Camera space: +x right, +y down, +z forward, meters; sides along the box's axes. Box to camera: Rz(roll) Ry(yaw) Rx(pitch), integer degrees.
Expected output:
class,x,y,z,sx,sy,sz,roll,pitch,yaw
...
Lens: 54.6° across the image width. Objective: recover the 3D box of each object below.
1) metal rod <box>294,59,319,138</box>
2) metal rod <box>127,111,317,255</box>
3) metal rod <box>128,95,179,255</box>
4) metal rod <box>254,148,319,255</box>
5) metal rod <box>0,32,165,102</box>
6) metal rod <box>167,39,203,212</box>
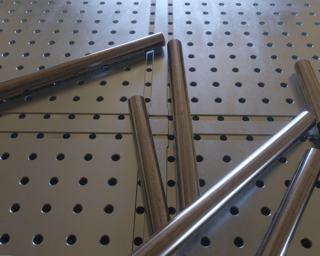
class,x,y,z,sx,sy,sz,roll,pitch,yaw
metal rod,0.220,0.016,0.395,0.025,0.025,0.300,2,50,1
metal rod,0.088,0.056,0.342,0.302,0.025,0.025,-31,56,-31
metal rod,-0.006,0.076,0.344,0.025,0.025,0.300,-8,50,-7
metal rod,0.104,0.128,0.300,0.025,0.025,0.301,28,55,22
metal rod,-0.128,-0.097,0.488,0.302,0.025,0.025,-23,54,-19
metal rod,0.029,-0.026,0.429,0.025,0.025,0.300,-1,50,-1
